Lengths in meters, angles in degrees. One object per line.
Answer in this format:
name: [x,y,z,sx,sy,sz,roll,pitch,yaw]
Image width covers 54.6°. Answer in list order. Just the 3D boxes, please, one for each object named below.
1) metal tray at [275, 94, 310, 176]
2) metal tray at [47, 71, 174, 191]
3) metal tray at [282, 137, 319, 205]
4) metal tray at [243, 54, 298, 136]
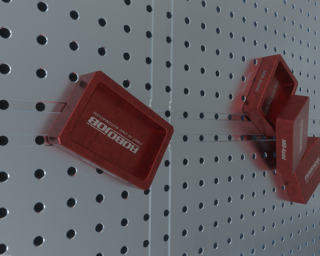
metal tray: [0.251,0.014,0.587,0.090,0.030,0.129,-44,133,-35]
metal tray: [-0.050,0.007,0.363,0.130,0.030,0.090,37,68,-34]
metal tray: [0.313,0.088,0.666,0.131,0.030,0.090,-38,113,-33]
metal tray: [0.210,-0.060,0.579,0.090,0.030,0.130,41,65,-32]
